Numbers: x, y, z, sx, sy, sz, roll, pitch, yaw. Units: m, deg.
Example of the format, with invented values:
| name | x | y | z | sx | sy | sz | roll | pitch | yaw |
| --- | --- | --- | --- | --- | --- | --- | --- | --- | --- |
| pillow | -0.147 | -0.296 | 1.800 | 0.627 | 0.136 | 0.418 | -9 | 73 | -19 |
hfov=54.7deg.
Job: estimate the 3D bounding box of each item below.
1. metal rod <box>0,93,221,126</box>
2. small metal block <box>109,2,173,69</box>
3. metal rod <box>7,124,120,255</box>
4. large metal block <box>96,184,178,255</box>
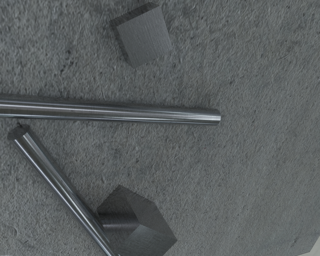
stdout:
| name | x | y | z | sx | sy | sz | roll | pitch | yaw |
| --- | --- | --- | --- | --- | --- | --- | --- | --- | --- |
| metal rod | -0.053 | -0.019 | 0.367 | 0.303 | 0.025 | 0.025 | 2 | 118 | -30 |
| small metal block | -0.020 | -0.100 | 0.335 | 0.050 | 0.025 | 0.050 | -30 | 129 | -10 |
| metal rod | -0.107 | 0.114 | 0.419 | 0.025 | 0.025 | 0.299 | -29 | 129 | -10 |
| large metal block | -0.033 | 0.137 | 0.439 | 0.050 | 0.080 | 0.080 | -48 | 129 | 5 |
